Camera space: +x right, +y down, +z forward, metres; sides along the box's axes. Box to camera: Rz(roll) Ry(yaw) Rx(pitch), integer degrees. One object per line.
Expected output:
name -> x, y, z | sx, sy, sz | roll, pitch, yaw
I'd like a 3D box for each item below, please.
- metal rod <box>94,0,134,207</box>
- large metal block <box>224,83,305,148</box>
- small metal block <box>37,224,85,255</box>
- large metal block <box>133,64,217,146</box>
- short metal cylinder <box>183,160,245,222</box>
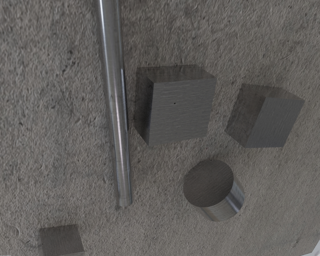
metal rod -> -0.051, -0.023, 0.364 | 0.025, 0.025, 0.298 | -14, 124, -21
large metal block -> 0.156, -0.017, 0.465 | 0.081, 0.050, 0.079 | 1, 118, -29
small metal block -> -0.134, 0.159, 0.416 | 0.050, 0.050, 0.025 | 2, 117, -30
large metal block -> 0.016, -0.030, 0.381 | 0.081, 0.050, 0.079 | -8, 122, -24
short metal cylinder -> 0.083, 0.096, 0.476 | 0.080, 0.080, 0.050 | -40, 129, -1
